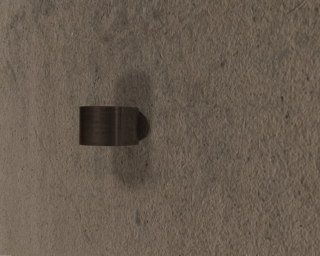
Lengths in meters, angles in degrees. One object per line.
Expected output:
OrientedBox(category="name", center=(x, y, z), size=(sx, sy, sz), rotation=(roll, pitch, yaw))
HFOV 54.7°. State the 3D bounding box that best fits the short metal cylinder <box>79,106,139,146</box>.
OrientedBox(category="short metal cylinder", center=(-0.069, -0.003, 0.424), size=(0.080, 0.081, 0.050), rotation=(1, 91, 39))
